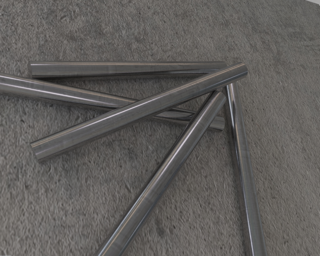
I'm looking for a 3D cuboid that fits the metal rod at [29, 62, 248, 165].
[{"bbox_3d":[-0.006,-0.029,0.385,0.302,0.025,0.025,-24,75,-26],"label":"metal rod"}]

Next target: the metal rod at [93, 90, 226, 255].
[{"bbox_3d":[0.004,0.056,0.353,0.025,0.025,0.301,39,57,-2],"label":"metal rod"}]

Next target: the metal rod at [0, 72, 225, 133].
[{"bbox_3d":[-0.049,-0.028,0.393,0.302,0.025,0.025,9,58,-23],"label":"metal rod"}]

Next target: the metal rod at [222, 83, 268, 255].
[{"bbox_3d":[0.116,0.059,0.429,0.025,0.025,0.299,13,56,-21],"label":"metal rod"}]

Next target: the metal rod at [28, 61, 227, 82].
[{"bbox_3d":[-0.024,-0.083,0.440,0.303,0.025,0.025,-8,66,-32],"label":"metal rod"}]
